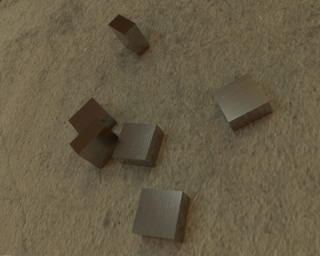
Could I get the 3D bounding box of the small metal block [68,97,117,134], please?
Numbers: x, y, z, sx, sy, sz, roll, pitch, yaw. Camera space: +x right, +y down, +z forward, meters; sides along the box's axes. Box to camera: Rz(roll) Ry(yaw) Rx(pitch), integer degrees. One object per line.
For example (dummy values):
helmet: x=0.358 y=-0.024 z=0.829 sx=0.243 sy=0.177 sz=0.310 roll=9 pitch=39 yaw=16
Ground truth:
small metal block: x=-0.101 y=-0.010 z=0.461 sx=0.050 sy=0.025 sz=0.050 roll=-45 pitch=51 yaw=-4

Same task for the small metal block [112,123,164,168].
small metal block: x=-0.028 y=0.022 z=0.404 sx=0.050 sy=0.025 sz=0.050 roll=3 pitch=63 yaw=29

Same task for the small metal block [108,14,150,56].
small metal block: x=-0.050 y=-0.151 z=0.505 sx=0.025 sy=0.050 sz=0.050 roll=-46 pitch=51 yaw=-4

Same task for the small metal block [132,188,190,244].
small metal block: x=0.002 y=0.096 z=0.343 sx=0.050 sy=0.025 sz=0.050 roll=-1 pitch=61 yaw=27

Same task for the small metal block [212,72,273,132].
small metal block: x=0.098 y=-0.031 z=0.371 sx=0.050 sy=0.025 sz=0.050 roll=-28 pitch=52 yaw=10

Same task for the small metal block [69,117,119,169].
small metal block: x=-0.083 y=0.021 z=0.417 sx=0.050 sy=0.050 sz=0.025 roll=-46 pitch=51 yaw=-4
